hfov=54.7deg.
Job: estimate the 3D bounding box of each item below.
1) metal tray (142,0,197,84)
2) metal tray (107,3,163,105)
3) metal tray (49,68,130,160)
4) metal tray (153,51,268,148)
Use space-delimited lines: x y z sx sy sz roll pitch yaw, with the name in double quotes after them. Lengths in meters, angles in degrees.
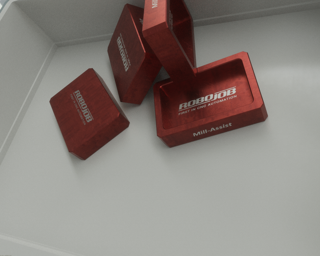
0.015 -0.134 0.403 0.030 0.090 0.130 -16 49 22 "metal tray"
-0.040 -0.110 0.460 0.089 0.030 0.130 -56 39 39 "metal tray"
-0.112 -0.025 0.477 0.090 0.030 0.130 -37 51 3 "metal tray"
0.058 -0.035 0.393 0.130 0.030 0.090 -17 55 18 "metal tray"
